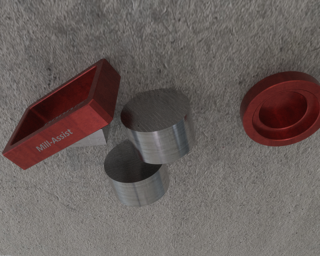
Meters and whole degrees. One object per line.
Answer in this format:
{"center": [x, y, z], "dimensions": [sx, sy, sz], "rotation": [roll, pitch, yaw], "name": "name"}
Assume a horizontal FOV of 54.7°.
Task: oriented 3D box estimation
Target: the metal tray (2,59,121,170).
{"center": [-0.108, -0.016, 0.349], "dimensions": [0.130, 0.090, 0.030], "rotation": [-27, 125, 21], "name": "metal tray"}

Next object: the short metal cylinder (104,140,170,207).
{"center": [-0.030, 0.059, 0.421], "dimensions": [0.080, 0.080, 0.050], "rotation": [-7, 130, 5], "name": "short metal cylinder"}

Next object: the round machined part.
{"center": [0.146, -0.027, 0.375], "dimensions": [0.099, 0.042, 0.097], "rotation": [0, 130, 0], "name": "round machined part"}

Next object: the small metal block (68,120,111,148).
{"center": [-0.091, -0.004, 0.387], "dimensions": [0.050, 0.050, 0.025], "rotation": [-5, 130, 4], "name": "small metal block"}

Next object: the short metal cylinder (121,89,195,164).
{"center": [-0.001, -0.003, 0.368], "dimensions": [0.080, 0.080, 0.050], "rotation": [-9, 130, 7], "name": "short metal cylinder"}
